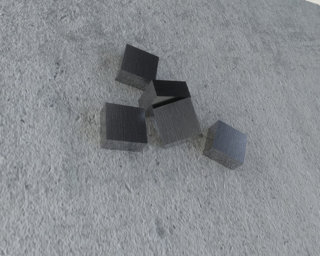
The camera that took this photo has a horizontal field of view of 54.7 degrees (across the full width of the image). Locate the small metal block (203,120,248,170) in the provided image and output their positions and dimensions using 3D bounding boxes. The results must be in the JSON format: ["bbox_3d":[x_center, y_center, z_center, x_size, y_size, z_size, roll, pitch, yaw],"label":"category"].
[{"bbox_3d":[0.093,0.024,0.439,0.050,0.025,0.050,28,52,-11],"label":"small metal block"}]

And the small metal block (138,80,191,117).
[{"bbox_3d":[0.005,-0.039,0.414,0.050,0.050,0.025,-2,63,-29],"label":"small metal block"}]

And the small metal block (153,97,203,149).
[{"bbox_3d":[0.023,-0.006,0.400,0.050,0.025,0.050,-18,74,5],"label":"small metal block"}]

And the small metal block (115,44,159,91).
[{"bbox_3d":[-0.032,-0.084,0.438,0.050,0.025,0.050,19,54,-17],"label":"small metal block"}]

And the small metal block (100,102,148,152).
[{"bbox_3d":[-0.045,0.000,0.379,0.050,0.025,0.050,7,58,-24],"label":"small metal block"}]
